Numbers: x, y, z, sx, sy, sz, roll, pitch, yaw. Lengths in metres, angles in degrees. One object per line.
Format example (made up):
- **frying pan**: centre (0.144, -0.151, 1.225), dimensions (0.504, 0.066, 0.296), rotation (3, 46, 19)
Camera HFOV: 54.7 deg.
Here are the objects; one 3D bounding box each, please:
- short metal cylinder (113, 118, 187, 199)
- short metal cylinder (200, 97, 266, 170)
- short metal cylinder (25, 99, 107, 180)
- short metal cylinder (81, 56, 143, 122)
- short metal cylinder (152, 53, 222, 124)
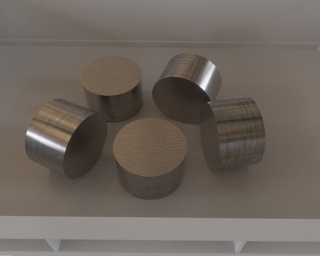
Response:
- **short metal cylinder**: centre (-0.011, 0.034, 0.357), dimensions (0.081, 0.050, 0.080), rotation (0, 50, 0)
- **short metal cylinder**: centre (0.082, 0.006, 0.363), dimensions (0.050, 0.080, 0.080), rotation (-7, 51, -6)
- **short metal cylinder**: centre (-0.104, 0.012, 0.355), dimensions (0.050, 0.080, 0.080), rotation (21, 53, 17)
- **short metal cylinder**: centre (-0.065, -0.055, 0.432), dimensions (0.081, 0.050, 0.080), rotation (0, 50, 0)
- **short metal cylinder**: centre (0.036, -0.052, 0.413), dimensions (0.080, 0.080, 0.050), rotation (17, 52, 13)
